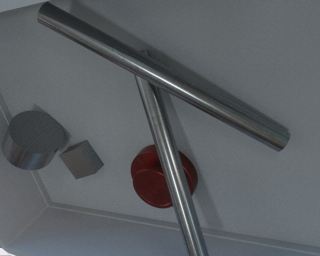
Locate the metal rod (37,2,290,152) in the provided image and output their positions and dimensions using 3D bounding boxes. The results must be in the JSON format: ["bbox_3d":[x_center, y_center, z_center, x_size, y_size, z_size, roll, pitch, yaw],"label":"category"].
[{"bbox_3d":[0.005,-0.056,0.343,0.301,0.025,0.025,28,128,-1],"label":"metal rod"}]

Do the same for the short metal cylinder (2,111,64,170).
[{"bbox_3d":[-0.200,0.019,0.488,0.080,0.080,0.050,41,129,-1],"label":"short metal cylinder"}]

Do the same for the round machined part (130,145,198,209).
[{"bbox_3d":[0.001,0.076,0.443,0.098,0.042,0.097,13,124,20],"label":"round machined part"}]

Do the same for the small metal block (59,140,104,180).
[{"bbox_3d":[-0.128,0.053,0.507,0.050,0.025,0.050,-21,108,35],"label":"small metal block"}]

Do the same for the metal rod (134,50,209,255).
[{"bbox_3d":[0.017,0.054,0.379,0.025,0.025,0.298,-14,95,33],"label":"metal rod"}]
